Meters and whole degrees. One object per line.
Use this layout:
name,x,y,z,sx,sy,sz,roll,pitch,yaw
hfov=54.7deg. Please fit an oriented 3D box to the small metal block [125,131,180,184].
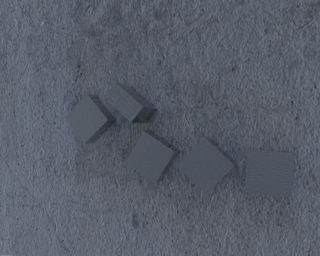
small metal block,-0.010,0.038,0.412,0.050,0.025,0.050,34,101,16

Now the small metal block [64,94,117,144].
small metal block,-0.100,-0.013,0.444,0.050,0.025,0.050,-43,77,15

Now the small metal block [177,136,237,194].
small metal block,0.059,0.045,0.388,0.050,0.025,0.050,45,104,14

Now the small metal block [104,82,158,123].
small metal block,-0.037,-0.032,0.409,0.050,0.050,0.025,42,103,15

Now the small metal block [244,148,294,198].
small metal block,0.128,0.051,0.364,0.050,0.025,0.050,4,92,20
